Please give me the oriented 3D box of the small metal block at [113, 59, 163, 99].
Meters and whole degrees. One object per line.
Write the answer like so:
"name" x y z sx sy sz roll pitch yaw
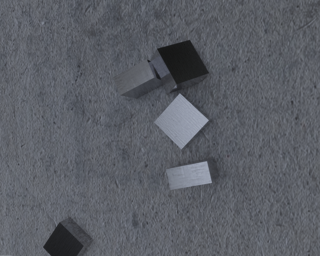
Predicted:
"small metal block" -0.024 -0.062 0.404 0.050 0.050 0.025 -25 82 18

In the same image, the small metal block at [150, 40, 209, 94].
"small metal block" 0.024 -0.077 0.385 0.050 0.025 0.050 -23 79 -27

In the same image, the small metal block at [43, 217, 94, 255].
"small metal block" -0.135 0.171 0.457 0.050 0.025 0.050 38 102 16

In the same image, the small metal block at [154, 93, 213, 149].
"small metal block" 0.030 -0.008 0.398 0.050 0.025 0.050 45 104 14

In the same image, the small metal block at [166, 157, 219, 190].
"small metal block" 0.042 0.055 0.381 0.050 0.050 0.025 -14 86 19
